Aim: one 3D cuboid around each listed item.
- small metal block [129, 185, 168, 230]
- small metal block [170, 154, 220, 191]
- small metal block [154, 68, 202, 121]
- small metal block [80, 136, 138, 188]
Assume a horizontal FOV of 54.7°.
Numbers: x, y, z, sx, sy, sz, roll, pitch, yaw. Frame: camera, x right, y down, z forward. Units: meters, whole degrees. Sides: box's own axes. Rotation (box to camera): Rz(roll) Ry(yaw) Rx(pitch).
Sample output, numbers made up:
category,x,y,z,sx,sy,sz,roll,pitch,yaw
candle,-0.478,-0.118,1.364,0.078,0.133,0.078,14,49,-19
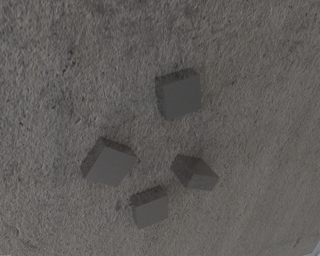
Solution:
category,x,y,z,sx,sy,sz,roll,pitch,yaw
small metal block,-0.016,0.121,0.473,0.050,0.025,0.050,-16,125,-19
small metal block,0.051,0.066,0.459,0.050,0.050,0.025,13,112,-34
small metal block,0.024,-0.043,0.393,0.050,0.025,0.050,-20,126,-17
small metal block,-0.066,0.044,0.398,0.050,0.025,0.050,25,105,-37
